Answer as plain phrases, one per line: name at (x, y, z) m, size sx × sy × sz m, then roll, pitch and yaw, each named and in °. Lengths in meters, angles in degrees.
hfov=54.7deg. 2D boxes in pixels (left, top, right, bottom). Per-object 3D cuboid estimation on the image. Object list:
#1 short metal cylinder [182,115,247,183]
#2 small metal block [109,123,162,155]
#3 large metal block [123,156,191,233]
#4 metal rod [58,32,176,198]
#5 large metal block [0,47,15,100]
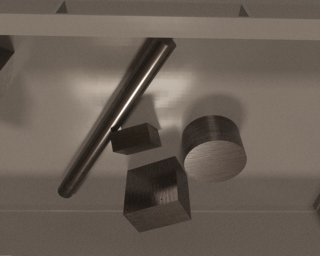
short metal cylinder at (0.071, 0.029, 0.419) m, size 0.081 × 0.050 × 0.079 m, roll 0°, pitch 130°, yaw 0°
small metal block at (-0.031, 0.016, 0.405) m, size 0.050 × 0.025 × 0.050 m, roll -15°, pitch 167°, yaw 12°
large metal block at (-0.003, 0.097, 0.456) m, size 0.080 × 0.080 × 0.050 m, roll -19°, pitch 128°, yaw 15°
metal rod at (-0.072, 0.004, 0.410) m, size 0.025 × 0.025 × 0.298 m, roll 25°, pitch 126°, yaw -20°
large metal block at (-0.211, -0.055, 0.323) m, size 0.081 × 0.080 × 0.050 m, roll 18°, pitch 128°, yaw -16°
